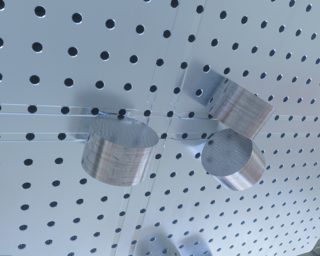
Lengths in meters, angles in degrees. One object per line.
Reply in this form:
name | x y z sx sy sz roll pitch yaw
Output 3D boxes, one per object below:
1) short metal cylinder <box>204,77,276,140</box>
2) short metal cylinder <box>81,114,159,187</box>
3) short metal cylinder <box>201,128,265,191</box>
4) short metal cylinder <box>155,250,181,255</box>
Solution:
short metal cylinder | 0.106 -0.027 0.417 0.080 0.080 0.050 22 106 -37
short metal cylinder | -0.047 0.024 0.365 0.081 0.080 0.050 5 116 -31
short metal cylinder | 0.109 0.047 0.464 0.080 0.080 0.050 -45 129 3
short metal cylinder | 0.015 0.275 0.573 0.081 0.050 0.079 -14 124 -21
